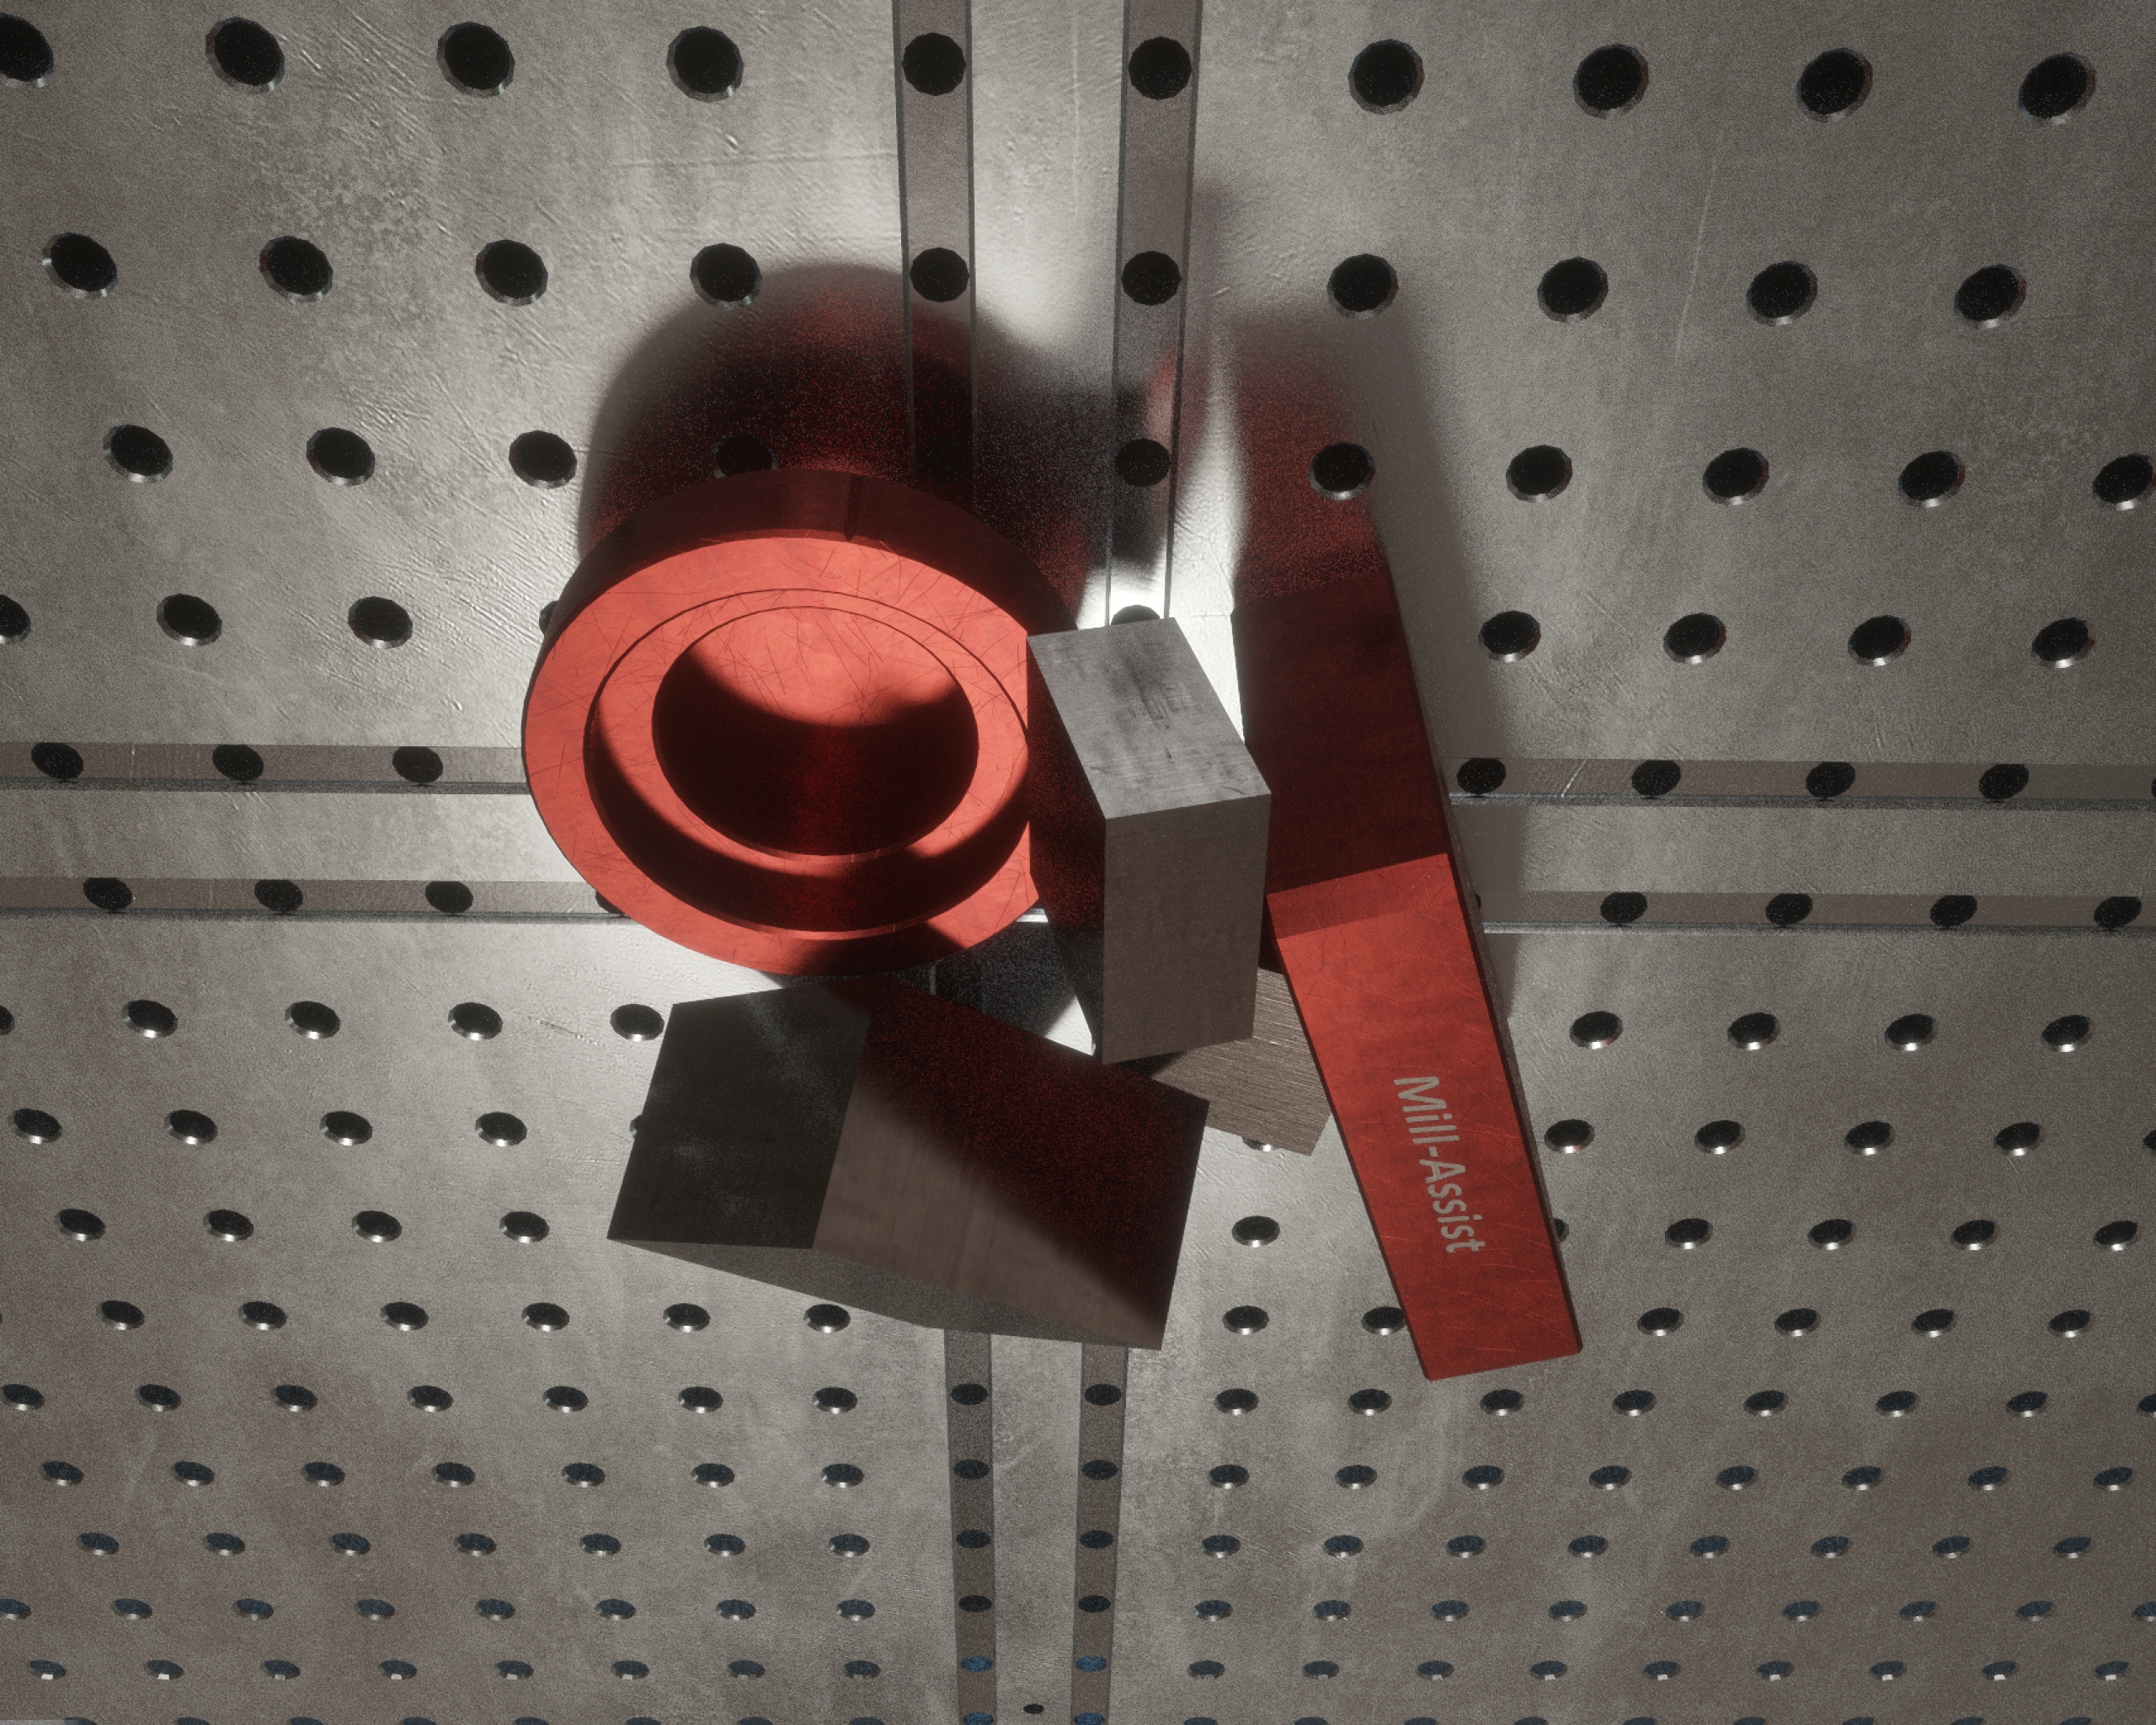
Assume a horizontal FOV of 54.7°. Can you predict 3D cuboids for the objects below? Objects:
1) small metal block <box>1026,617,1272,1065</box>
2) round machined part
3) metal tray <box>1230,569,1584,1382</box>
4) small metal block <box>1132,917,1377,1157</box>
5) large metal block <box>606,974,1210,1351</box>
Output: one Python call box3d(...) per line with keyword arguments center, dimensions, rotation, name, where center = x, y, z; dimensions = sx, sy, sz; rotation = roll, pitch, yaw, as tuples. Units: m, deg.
box3d(center=(0.010, -0.004, 0.338), dimensions=(0.025, 0.050, 0.050), rotation=(-9, 130, -11), name="small metal block")
box3d(center=(-0.046, -0.029, 0.375), dimensions=(0.099, 0.042, 0.097), rotation=(-1, 130, 0), name="round machined part")
box3d(center=(0.062, 0.023, 0.389), dimensions=(0.030, 0.090, 0.129), rotation=(-14, 129, 11), name="metal tray")
box3d(center=(0.032, 0.029, 0.431), dimensions=(0.050, 0.025, 0.050), rotation=(16, 134, 0), name="small metal block")
box3d(center=(-0.034, 0.062, 0.417), dimensions=(0.080, 0.050, 0.080), rotation=(25, 159, -33), name="large metal block")
